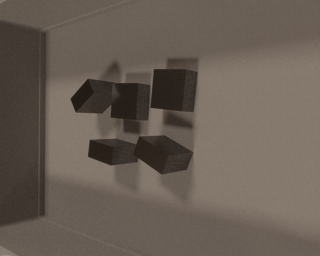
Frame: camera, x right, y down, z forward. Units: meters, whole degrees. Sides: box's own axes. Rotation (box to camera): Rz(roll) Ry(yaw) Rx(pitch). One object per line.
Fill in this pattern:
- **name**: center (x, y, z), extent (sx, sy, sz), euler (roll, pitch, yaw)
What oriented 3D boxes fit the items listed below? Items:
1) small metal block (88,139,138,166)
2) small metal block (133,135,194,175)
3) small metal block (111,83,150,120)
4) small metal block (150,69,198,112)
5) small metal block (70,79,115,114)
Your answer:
- **small metal block**: center (-0.066, 0.033, 0.442), extent (0.050, 0.050, 0.025), euler (13, 98, 39)
- **small metal block**: center (0.004, 0.032, 0.385), extent (0.050, 0.050, 0.025), euler (30, 109, 35)
- **small metal block**: center (-0.042, -0.038, 0.440), extent (0.050, 0.025, 0.050), euler (7, 94, 39)
- **small metal block**: center (0.017, -0.048, 0.391), extent (0.050, 0.025, 0.050), euler (9, 96, 39)
- **small metal block**: center (-0.098, -0.047, 0.468), extent (0.050, 0.050, 0.025), euler (-39, 67, 33)
